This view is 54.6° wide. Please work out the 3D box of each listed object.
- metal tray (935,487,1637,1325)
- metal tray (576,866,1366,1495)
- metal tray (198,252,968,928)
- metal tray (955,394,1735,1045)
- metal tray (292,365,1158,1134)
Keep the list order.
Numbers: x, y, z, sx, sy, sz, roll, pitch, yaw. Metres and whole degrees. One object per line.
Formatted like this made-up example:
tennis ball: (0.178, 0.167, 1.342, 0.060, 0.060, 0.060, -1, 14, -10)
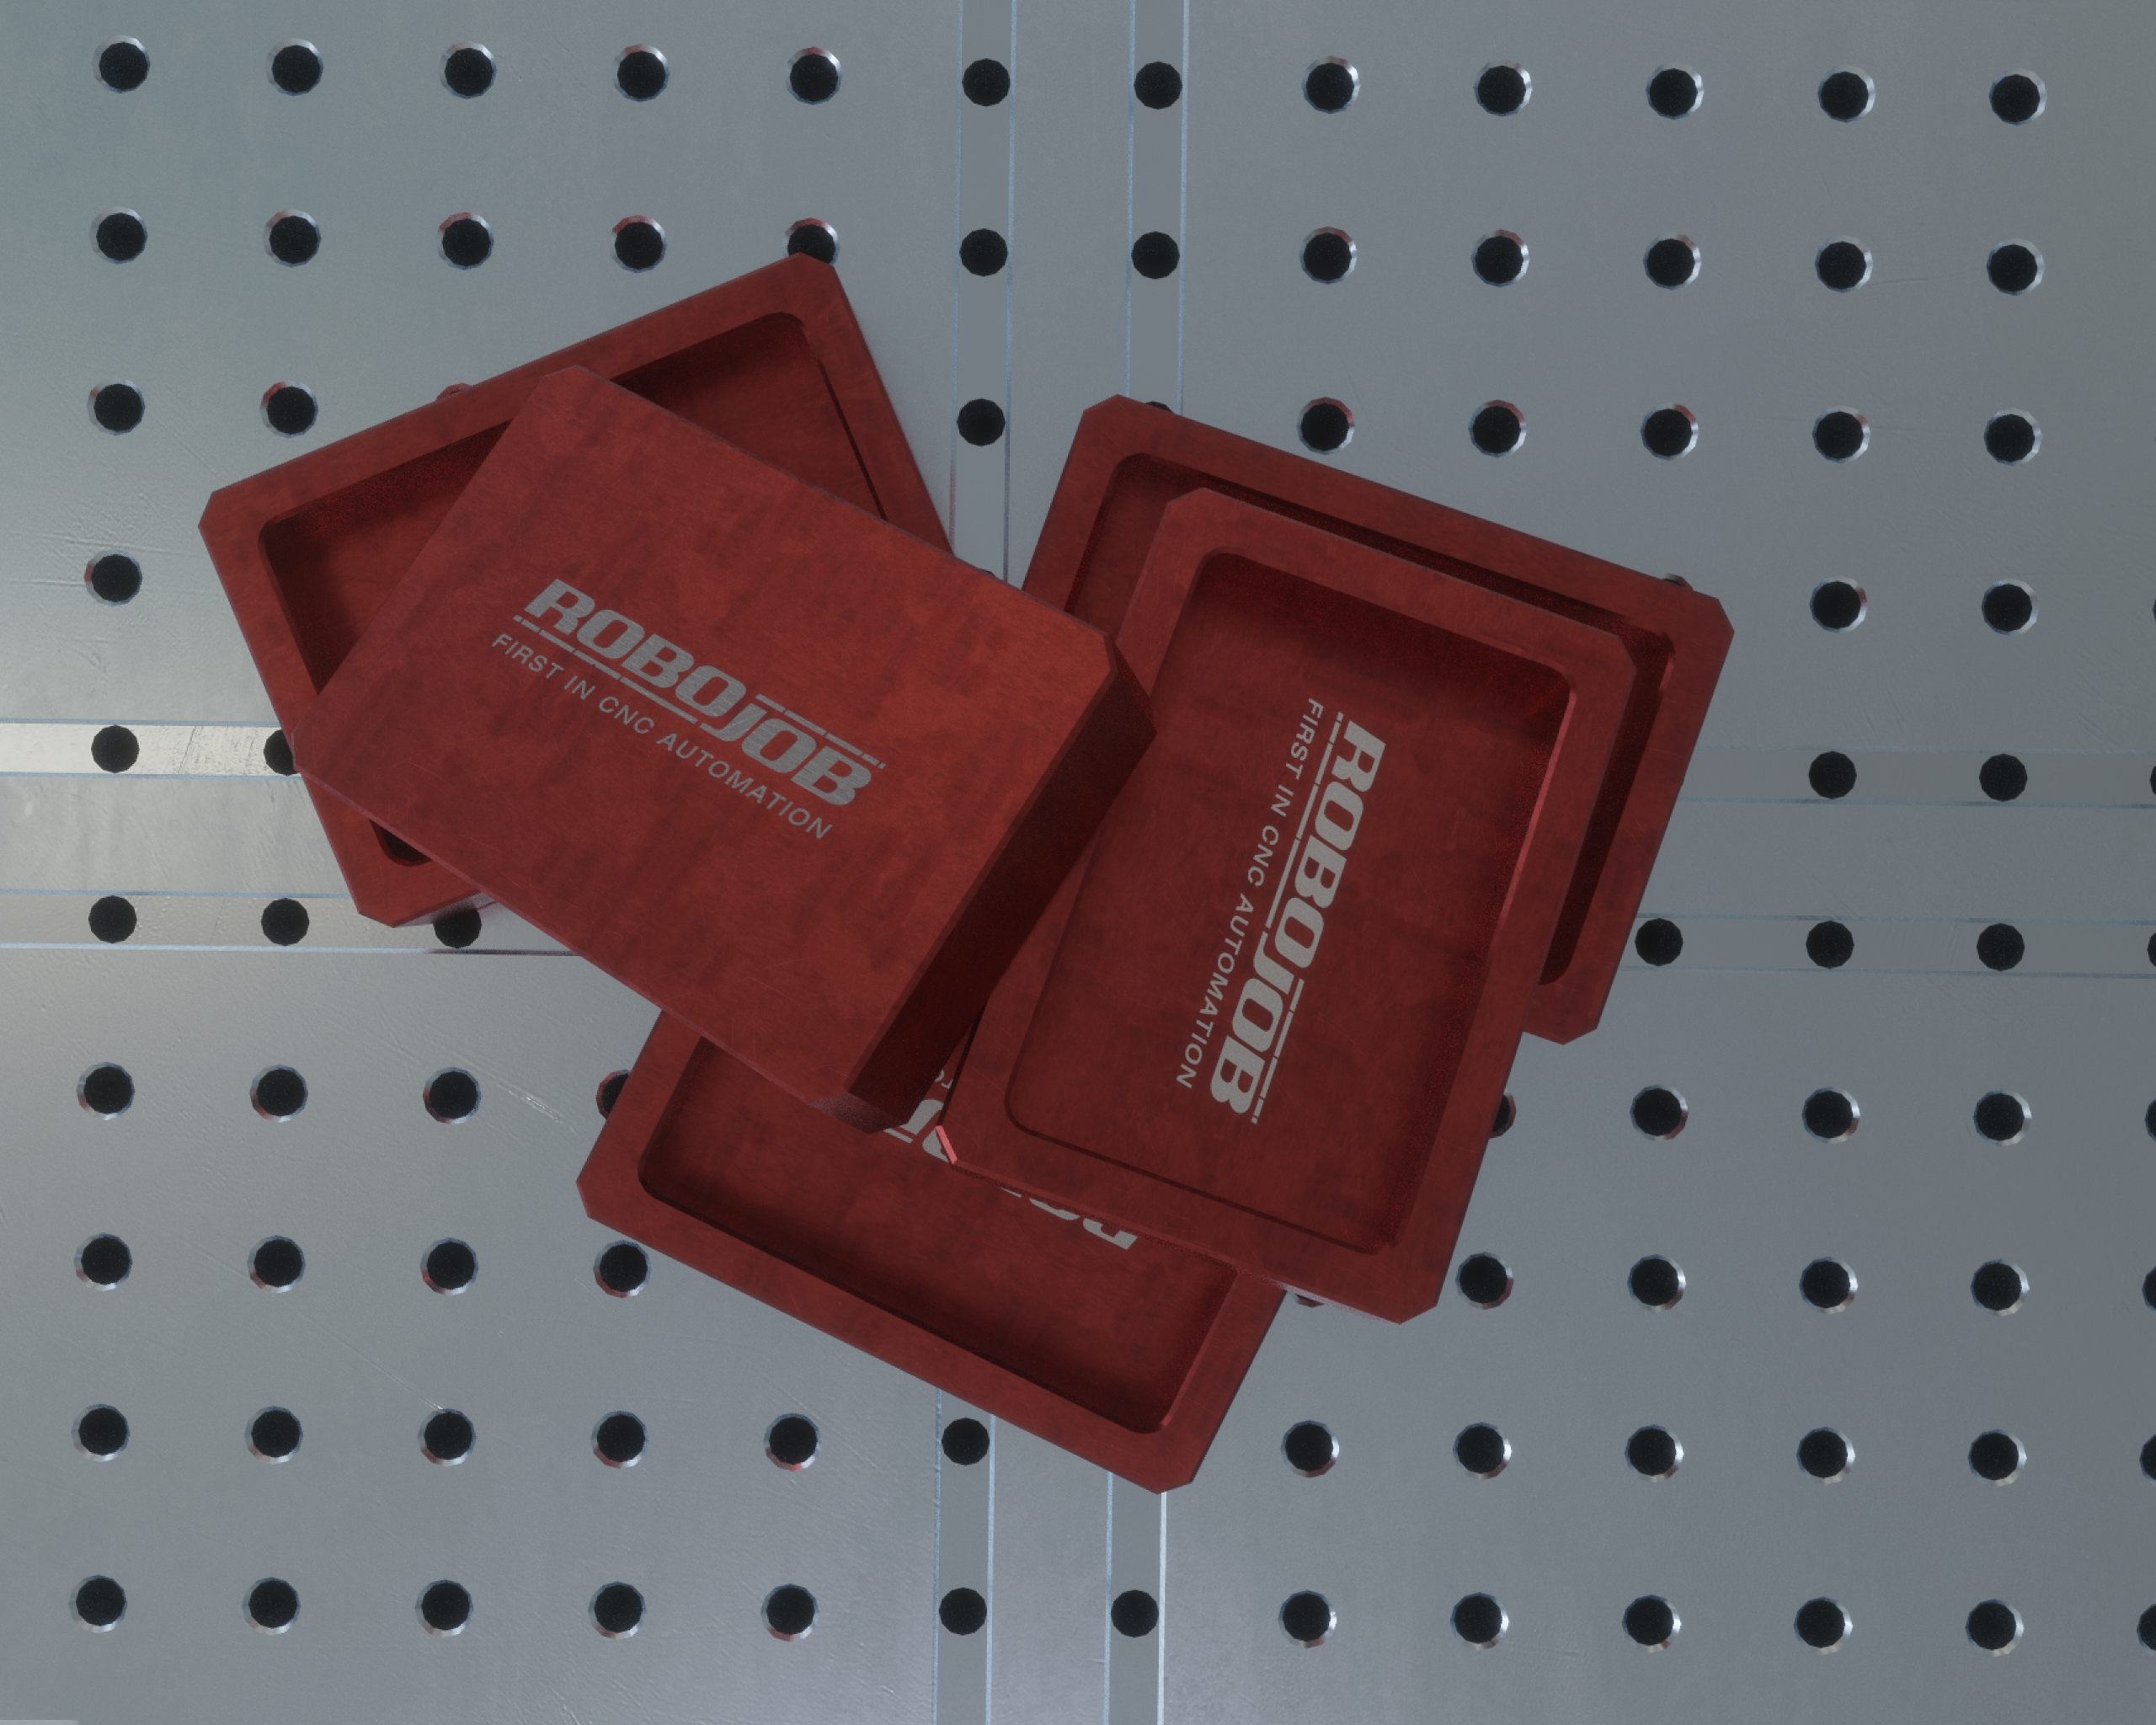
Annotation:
metal tray: (0.038, 0.008, 0.380, 0.090, 0.030, 0.130, 20, 78, 0)
metal tray: (-0.019, 0.054, 0.411, 0.130, 0.030, 0.090, 26, 90, 0)
metal tray: (-0.091, -0.052, 0.410, 0.130, 0.030, 0.090, -22, 90, 0)
metal tray: (0.050, -0.027, 0.410, 0.131, 0.030, 0.090, 19, 90, 1)
metal tray: (-0.064, -0.023, 0.370, 0.130, 0.030, 0.090, 29, 82, 22)
